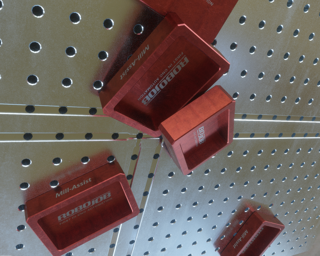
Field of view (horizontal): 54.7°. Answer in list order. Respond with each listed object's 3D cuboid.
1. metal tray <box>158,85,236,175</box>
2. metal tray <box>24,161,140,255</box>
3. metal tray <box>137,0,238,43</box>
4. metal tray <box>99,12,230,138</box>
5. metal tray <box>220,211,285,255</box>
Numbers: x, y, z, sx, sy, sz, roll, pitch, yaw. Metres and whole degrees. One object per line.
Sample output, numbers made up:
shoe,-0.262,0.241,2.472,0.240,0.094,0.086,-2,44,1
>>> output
metal tray,0.054,0.009,0.412,0.090,0.030,0.130,-34,153,-6
metal tray,-0.101,0.111,0.422,0.131,0.030,0.090,-25,128,-13
metal tray,0.026,-0.158,0.326,0.131,0.030,0.090,21,107,-36
metal tray,0.004,-0.054,0.357,0.090,0.030,0.130,27,117,-39
metal tray,0.202,0.246,0.674,0.090,0.030,0.129,24,105,-37
